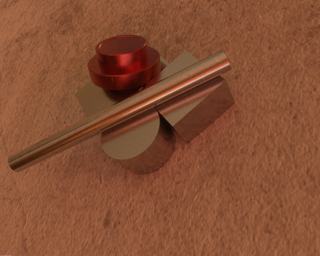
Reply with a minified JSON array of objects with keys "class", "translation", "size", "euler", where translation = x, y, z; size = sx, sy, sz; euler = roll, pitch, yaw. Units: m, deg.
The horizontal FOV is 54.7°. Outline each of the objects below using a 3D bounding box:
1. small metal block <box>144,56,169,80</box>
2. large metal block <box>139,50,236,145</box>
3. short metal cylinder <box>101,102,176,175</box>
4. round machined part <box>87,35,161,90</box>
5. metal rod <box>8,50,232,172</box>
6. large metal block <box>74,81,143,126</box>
[{"class":"small metal block","translation":[-0.001,-0.068,0.445],"size":[0.050,0.025,0.050],"euler":[-40,51,0]},{"class":"large metal block","translation":[0.034,-0.040,0.395],"size":[0.080,0.050,0.080],"euler":[-41,51,0]},{"class":"short metal cylinder","translation":[-0.027,0.013,0.393],"size":[0.080,0.050,0.080],"euler":[-13,56,20]},{"class":"round machined part","translation":[-0.049,-0.094,0.420],"size":[0.099,0.042,0.098],"euler":[-4,37,3]},{"class":"metal rod","translation":[-0.058,-0.015,0.379],"size":[0.301,0.025,0.025],"euler":[-25,53,12]},{"class":"large metal block","translation":[-0.063,-0.039,0.443],"size":[0.080,0.050,0.080],"euler":[-41,51,0]}]
